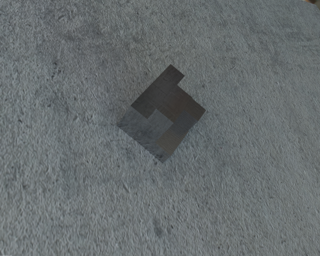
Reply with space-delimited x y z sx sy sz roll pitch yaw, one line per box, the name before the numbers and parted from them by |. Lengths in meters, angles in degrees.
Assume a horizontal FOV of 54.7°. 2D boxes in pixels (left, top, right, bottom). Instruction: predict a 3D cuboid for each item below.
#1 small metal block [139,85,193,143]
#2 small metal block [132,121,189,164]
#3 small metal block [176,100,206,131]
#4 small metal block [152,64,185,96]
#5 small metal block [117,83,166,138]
small metal block | 0.007 -0.017 0.372 0.025 0.050 0.050 40 51 -2
small metal block | 0.001 0.009 0.402 0.050 0.025 0.050 40 51 -1
small metal block | 0.025 -0.020 0.416 0.050 0.050 0.025 40 51 -2
small metal block | 0.002 -0.052 0.423 0.025 0.050 0.050 40 51 -2
small metal block | -0.023 -0.021 0.391 0.025 0.050 0.050 40 51 -2
